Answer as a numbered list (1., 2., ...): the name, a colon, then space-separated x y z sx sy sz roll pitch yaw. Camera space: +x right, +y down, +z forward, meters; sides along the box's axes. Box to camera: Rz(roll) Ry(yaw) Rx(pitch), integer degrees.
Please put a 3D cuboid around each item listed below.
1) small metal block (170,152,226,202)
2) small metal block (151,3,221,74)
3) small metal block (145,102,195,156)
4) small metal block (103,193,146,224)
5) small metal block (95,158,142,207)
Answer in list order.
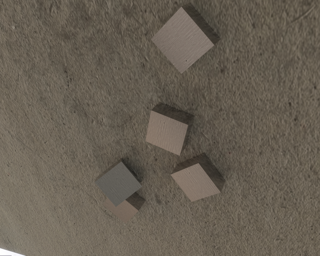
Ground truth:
1. small metal block: 0.052 0.068 0.421 0.050 0.025 0.050 -29 102 37
2. small metal block: 0.028 -0.096 0.333 0.050 0.025 0.050 48 129 -6
3. small metal block: 0.012 0.001 0.401 0.050 0.025 0.050 22 127 14
4. small metal block: -0.060 0.124 0.515 0.050 0.025 0.050 39 129 1
5. small metal block: -0.063 0.083 0.475 0.050 0.025 0.050 -38 99 -2
